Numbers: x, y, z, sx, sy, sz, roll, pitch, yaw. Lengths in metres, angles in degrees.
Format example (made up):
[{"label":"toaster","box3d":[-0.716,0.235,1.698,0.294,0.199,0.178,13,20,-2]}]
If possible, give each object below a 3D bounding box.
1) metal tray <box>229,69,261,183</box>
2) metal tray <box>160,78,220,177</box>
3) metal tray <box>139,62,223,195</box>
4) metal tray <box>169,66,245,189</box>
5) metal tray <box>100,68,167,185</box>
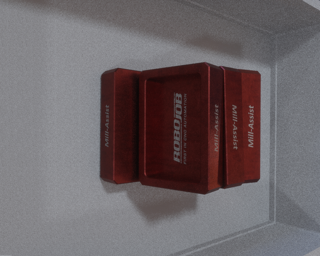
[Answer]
[{"label":"metal tray","box3d":[0.083,-0.002,0.389,0.030,0.090,0.129,0,90,-26]},{"label":"metal tray","box3d":[0.044,0.000,0.438,0.091,0.030,0.129,1,90,-40]},{"label":"metal tray","box3d":[0.021,0.000,0.336,0.030,0.090,0.129,0,90,-53]},{"label":"metal tray","box3d":[0.051,0.000,0.364,0.030,0.090,0.129,0,88,-40]},{"label":"metal tray","box3d":[-0.025,-0.002,0.379,0.091,0.030,0.129,1,90,-40]}]
